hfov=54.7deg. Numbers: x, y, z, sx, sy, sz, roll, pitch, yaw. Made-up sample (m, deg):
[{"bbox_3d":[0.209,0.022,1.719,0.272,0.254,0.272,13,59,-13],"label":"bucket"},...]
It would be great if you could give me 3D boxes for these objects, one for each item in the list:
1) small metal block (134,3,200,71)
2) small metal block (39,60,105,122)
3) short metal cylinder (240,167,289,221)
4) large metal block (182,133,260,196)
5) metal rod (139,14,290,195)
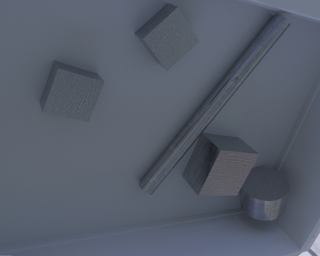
[{"bbox_3d":[0.008,-0.103,0.351,0.050,0.025,0.050,-43,130,1],"label":"small metal block"},{"bbox_3d":[-0.095,-0.038,0.334,0.050,0.025,0.050,14,111,-34],"label":"small metal block"},{"bbox_3d":[0.183,0.115,0.547,0.081,0.080,0.050,-20,126,-17],"label":"short metal cylinder"},{"bbox_3d":[0.093,0.058,0.482,0.081,0.050,0.079,8,115,-32],"label":"large metal block"},{"bbox_3d":[0.071,-0.027,0.432,0.025,0.025,0.299,32,101,-39],"label":"metal rod"}]
